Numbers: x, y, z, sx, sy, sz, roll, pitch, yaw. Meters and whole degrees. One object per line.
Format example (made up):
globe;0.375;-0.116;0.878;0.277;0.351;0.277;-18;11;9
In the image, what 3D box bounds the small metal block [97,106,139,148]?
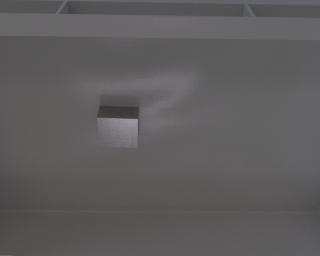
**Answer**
small metal block;-0.054;-0.001;0.408;0.050;0.025;0.050;2;130;-2
